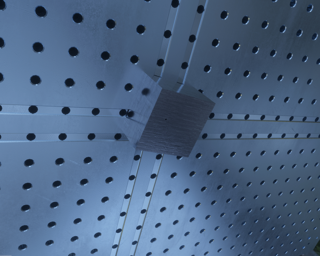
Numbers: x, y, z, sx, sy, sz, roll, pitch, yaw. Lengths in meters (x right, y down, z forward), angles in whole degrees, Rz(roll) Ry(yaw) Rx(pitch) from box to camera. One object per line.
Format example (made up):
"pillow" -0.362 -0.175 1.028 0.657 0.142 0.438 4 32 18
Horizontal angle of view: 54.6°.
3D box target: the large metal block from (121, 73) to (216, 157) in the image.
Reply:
"large metal block" 0.009 -0.014 0.391 0.081 0.050 0.080 12 112 -33
